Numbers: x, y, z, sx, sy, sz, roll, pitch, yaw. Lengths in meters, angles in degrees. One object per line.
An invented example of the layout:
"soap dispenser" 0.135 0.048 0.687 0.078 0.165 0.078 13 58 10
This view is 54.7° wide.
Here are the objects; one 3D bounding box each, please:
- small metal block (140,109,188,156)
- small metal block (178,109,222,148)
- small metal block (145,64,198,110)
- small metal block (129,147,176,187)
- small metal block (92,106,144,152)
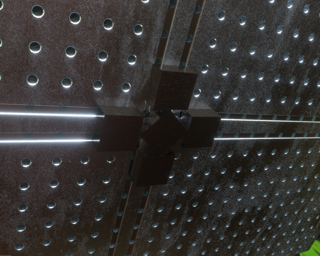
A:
"small metal block" 0.001 0.002 0.414 0.050 0.025 0.050 -41 130 -1
"small metal block" 0.054 0.001 0.443 0.050 0.025 0.050 0 119 -29
"small metal block" 0.014 -0.051 0.389 0.050 0.025 0.050 -1 119 -29
"small metal block" -0.011 0.054 0.440 0.050 0.025 0.050 0 118 -29
"small metal block" -0.052 0.001 0.384 0.050 0.025 0.050 1 118 -30
